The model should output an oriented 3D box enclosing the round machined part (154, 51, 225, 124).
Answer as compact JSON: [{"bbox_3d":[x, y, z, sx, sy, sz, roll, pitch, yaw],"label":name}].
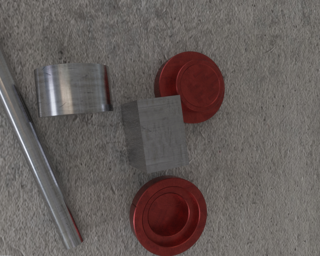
[{"bbox_3d":[0.045,-0.055,0.417,0.099,0.042,0.097,0,90,-20],"label":"round machined part"}]

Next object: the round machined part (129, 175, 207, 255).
[{"bbox_3d":[0.008,0.110,0.403,0.099,0.042,0.097,0,90,-20],"label":"round machined part"}]

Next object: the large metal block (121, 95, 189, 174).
[{"bbox_3d":[-0.009,0.006,0.376,0.050,0.080,0.079,-9,93,-20],"label":"large metal block"}]

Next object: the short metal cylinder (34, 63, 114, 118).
[{"bbox_3d":[-0.095,-0.040,0.345,0.081,0.080,0.050,-6,92,-20],"label":"short metal cylinder"}]

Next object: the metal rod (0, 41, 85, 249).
[{"bbox_3d":[-0.154,-0.001,0.352,0.025,0.025,0.298,-23,98,-19],"label":"metal rod"}]
